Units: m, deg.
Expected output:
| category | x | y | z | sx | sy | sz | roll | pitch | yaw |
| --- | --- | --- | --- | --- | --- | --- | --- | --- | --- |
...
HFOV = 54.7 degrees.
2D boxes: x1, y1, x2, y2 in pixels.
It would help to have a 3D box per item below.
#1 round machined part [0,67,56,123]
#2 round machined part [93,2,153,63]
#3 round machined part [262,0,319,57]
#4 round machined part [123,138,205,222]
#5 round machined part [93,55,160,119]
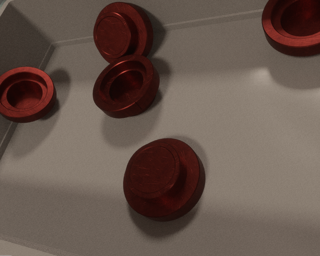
| category | x | y | z | sx | sy | sz | roll | pitch | yaw |
| --- | --- | --- | --- | --- | --- | --- | --- | --- | --- |
| round machined part | -0.226 | -0.052 | 0.525 | 0.099 | 0.042 | 0.098 | 3 | 65 | -5 |
| round machined part | -0.063 | -0.143 | 0.478 | 0.098 | 0.042 | 0.097 | 9 | 111 | 26 |
| round machined part | 0.178 | -0.129 | 0.375 | 0.098 | 0.042 | 0.098 | -11 | 65 | 24 |
| round machined part | -0.001 | 0.055 | 0.361 | 0.098 | 0.042 | 0.098 | -13 | 56 | 20 |
| round machined part | -0.045 | -0.055 | 0.451 | 0.098 | 0.042 | 0.098 | -13 | 56 | 20 |
